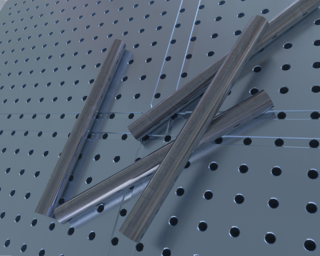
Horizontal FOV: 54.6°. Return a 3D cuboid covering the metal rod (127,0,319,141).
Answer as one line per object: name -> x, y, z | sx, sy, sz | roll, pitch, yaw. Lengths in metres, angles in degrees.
metal rod -> 0.084, -0.082, 0.414 | 0.300, 0.025, 0.025 | -37, 51, 3

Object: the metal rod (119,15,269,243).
metal rod -> 0.047, -0.010, 0.356 | 0.025, 0.025, 0.300 | 23, 74, 36

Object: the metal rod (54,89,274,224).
metal rod -> -0.002, 0.040, 0.385 | 0.300, 0.025, 0.025 | -30, 52, 8

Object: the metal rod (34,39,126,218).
metal rod -> -0.114, -0.013, 0.477 | 0.025, 0.025, 0.300 | 5, 64, 30
